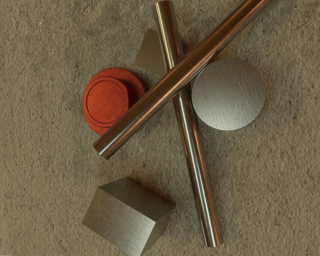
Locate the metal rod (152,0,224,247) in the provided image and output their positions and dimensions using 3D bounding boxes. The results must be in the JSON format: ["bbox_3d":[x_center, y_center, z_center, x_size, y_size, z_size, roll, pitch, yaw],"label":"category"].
[{"bbox_3d":[0.035,-0.003,0.379,0.025,0.025,0.298,-12,92,19],"label":"metal rod"}]

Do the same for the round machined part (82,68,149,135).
[{"bbox_3d":[-0.064,-0.034,0.422,0.098,0.042,0.097,0,90,19],"label":"round machined part"}]

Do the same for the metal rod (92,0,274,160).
[{"bbox_3d":[0.041,-0.077,0.352,0.300,0.025,0.025,-44,76,-2],"label":"metal rod"}]

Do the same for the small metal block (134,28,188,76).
[{"bbox_3d":[0.001,-0.097,0.408,0.050,0.025,0.050,25,98,18],"label":"small metal block"}]

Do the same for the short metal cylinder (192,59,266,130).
[{"bbox_3d":[0.083,-0.037,0.366,0.080,0.050,0.079,0,90,19],"label":"short metal cylinder"}]

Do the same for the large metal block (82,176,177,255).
[{"bbox_3d":[-0.035,0.108,0.391,0.080,0.080,0.050,26,99,17],"label":"large metal block"}]
